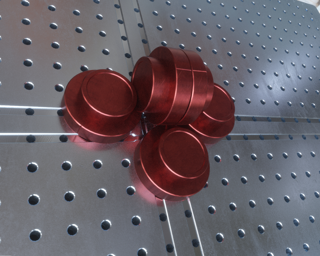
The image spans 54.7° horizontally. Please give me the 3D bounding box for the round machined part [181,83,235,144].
[{"bbox_3d":[0.070,-0.029,0.454,0.099,0.042,0.098,14,56,-21],"label":"round machined part"}]

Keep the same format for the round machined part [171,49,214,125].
[{"bbox_3d":[0.033,-0.053,0.406,0.042,0.097,0.098,-1,62,-29],"label":"round machined part"}]

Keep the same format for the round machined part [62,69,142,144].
[{"bbox_3d":[-0.067,-0.033,0.382,0.099,0.042,0.098,14,56,-21],"label":"round machined part"}]

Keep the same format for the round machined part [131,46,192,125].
[{"bbox_3d":[-0.005,-0.052,0.384,0.042,0.097,0.098,1,61,-28],"label":"round machined part"}]

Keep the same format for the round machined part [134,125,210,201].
[{"bbox_3d":[0.021,0.038,0.387,0.099,0.042,0.098,14,56,-21],"label":"round machined part"}]
